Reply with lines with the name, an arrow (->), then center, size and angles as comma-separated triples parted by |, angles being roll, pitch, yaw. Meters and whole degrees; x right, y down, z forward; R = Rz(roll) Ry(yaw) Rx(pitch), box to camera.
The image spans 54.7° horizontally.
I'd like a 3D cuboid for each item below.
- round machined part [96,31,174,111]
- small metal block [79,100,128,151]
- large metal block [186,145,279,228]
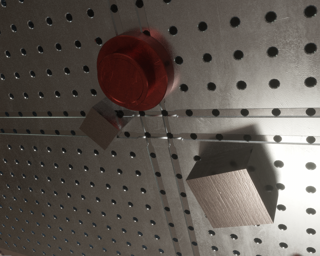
round machined part -> -0.036, -0.064, 0.378 | 0.098, 0.042, 0.097 | 13, 124, 20
small metal block -> -0.082, -0.004, 0.451 | 0.050, 0.025, 0.050 | 41, 129, 0
large metal block -> 0.093, 0.077, 0.393 | 0.080, 0.050, 0.080 | -18, 109, 35
